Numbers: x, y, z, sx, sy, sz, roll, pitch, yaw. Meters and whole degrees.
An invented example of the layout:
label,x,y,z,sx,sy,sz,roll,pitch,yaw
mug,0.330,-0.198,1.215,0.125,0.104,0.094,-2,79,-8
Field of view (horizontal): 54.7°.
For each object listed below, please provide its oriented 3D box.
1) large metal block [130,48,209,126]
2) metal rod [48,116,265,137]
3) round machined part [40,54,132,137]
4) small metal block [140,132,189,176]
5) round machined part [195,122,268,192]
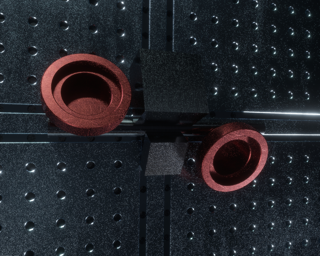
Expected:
label,x,y,z,sx,sy,sz,roll,pitch,yaw
large metal block,0.009,-0.048,0.391,0.081,0.050,0.080,1,72,-20
metal rod,0.010,0.000,0.417,0.302,0.025,0.025,0,90,-20
round machined part,-0.085,-0.034,0.358,0.099,0.042,0.098,9,61,-16
small metal block,0.005,0.034,0.404,0.050,0.025,0.050,1,119,-20
round machined part,0.094,0.036,0.425,0.099,0.042,0.097,-8,118,-16
